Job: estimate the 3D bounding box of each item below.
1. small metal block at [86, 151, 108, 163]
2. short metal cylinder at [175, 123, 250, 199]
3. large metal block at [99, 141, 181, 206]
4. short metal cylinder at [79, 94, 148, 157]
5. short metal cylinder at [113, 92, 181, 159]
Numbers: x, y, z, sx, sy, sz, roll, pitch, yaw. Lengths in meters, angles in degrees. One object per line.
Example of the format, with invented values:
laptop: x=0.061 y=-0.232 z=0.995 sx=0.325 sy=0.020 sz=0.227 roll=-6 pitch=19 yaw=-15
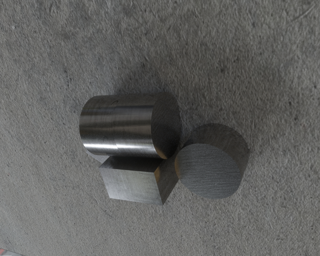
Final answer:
small metal block: x=-0.078 y=0.028 z=0.468 sx=0.050 sy=0.025 sz=0.050 roll=33 pitch=129 yaw=6
short metal cylinder: x=0.065 y=0.040 z=0.382 sx=0.080 sy=0.050 sz=0.079 roll=13 pitch=124 yaw=21
large metal block: x=-0.021 y=0.054 z=0.418 sx=0.080 sy=0.080 sz=0.050 roll=1 pitch=119 yaw=28
short metal cylinder: x=-0.058 y=-0.003 z=0.402 sx=0.050 sy=0.080 sz=0.080 roll=1 pitch=119 yaw=28
short metal cylinder: x=-0.013 y=-0.003 z=0.378 sx=0.050 sy=0.080 sz=0.080 roll=1 pitch=119 yaw=28
